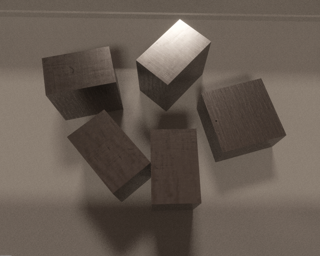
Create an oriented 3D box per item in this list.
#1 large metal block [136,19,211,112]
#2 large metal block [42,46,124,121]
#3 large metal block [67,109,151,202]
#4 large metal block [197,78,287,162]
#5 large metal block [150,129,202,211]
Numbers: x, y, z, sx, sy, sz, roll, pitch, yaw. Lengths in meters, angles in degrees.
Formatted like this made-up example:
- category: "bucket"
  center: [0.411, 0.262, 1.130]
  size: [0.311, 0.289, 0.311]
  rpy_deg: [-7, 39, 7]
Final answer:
- category: "large metal block"
  center: [0.017, -0.080, 0.410]
  size: [0.050, 0.080, 0.080]
  rpy_deg: [40, 75, 13]
- category: "large metal block"
  center: [-0.095, -0.054, 0.399]
  size: [0.081, 0.080, 0.050]
  rpy_deg: [-12, 71, -5]
- category: "large metal block"
  center: [-0.055, 0.036, 0.367]
  size: [0.050, 0.080, 0.080]
  rpy_deg: [-39, 75, -13]
- category: "large metal block"
  center: [0.101, -0.009, 0.401]
  size: [0.081, 0.050, 0.080]
  rpy_deg: [-15, 71, -6]
- category: "large metal block"
  center: [0.015, 0.052, 0.362]
  size: [0.050, 0.080, 0.080]
  rpy_deg: [-1, 70, -1]
